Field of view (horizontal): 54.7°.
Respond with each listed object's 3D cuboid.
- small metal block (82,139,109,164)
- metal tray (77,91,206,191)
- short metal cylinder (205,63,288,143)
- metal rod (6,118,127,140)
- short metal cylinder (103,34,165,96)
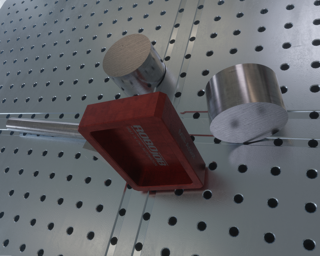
[{"bbox_3d":[-0.063,0.031,0.407,0.050,0.050,0.025,11,68,33],"label":"small metal block"},{"bbox_3d":[-0.013,0.022,0.332,0.090,0.130,0.030,-8,48,24],"label":"metal tray"},{"bbox_3d":[0.093,-0.025,0.340,0.080,0.080,0.050,-15,56,20],"label":"short metal cylinder"},{"bbox_3d":[-0.131,0.004,0.474,0.300,0.025,0.025,5,64,30],"label":"metal rod"},{"bbox_3d":[-0.039,-0.096,0.471,0.080,0.050,0.080,-13,56,21],"label":"short metal cylinder"}]
